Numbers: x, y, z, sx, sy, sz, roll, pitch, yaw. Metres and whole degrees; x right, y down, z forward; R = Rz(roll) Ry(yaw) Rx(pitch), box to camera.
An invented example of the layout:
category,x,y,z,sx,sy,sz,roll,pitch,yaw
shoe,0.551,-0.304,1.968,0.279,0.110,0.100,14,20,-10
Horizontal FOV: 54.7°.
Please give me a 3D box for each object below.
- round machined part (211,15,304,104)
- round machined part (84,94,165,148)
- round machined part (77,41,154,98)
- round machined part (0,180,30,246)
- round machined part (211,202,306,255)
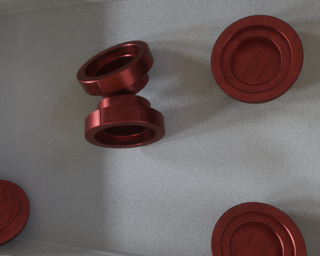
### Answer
category,x,y,z,sx,sy,sz,roll,pitch,yaw
round machined part,0.112,-0.076,0.362,0.098,0.042,0.097,0,90,19
round machined part,-0.044,-0.009,0.389,0.098,0.098,0.042,-13,68,19
round machined part,-0.053,-0.070,0.400,0.098,0.098,0.042,-12,126,19
round machined part,-0.245,0.122,0.454,0.098,0.099,0.042,56,146,11
round machined part,0.108,0.137,0.350,0.098,0.042,0.098,-4,64,9
